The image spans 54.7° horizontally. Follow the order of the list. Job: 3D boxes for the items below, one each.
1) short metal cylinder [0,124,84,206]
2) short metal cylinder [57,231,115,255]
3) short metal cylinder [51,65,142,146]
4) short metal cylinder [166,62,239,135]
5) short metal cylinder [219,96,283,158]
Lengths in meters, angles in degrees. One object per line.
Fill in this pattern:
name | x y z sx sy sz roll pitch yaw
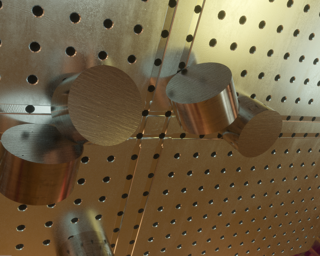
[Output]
short metal cylinder | -0.127 0.036 0.329 0.081 0.080 0.050 5 116 -31
short metal cylinder | -0.108 0.202 0.462 0.081 0.050 0.079 -14 125 -21
short metal cylinder | -0.066 -0.022 0.325 0.081 0.050 0.080 1 87 -36
short metal cylinder | 0.053 -0.037 0.383 0.080 0.080 0.050 -31 129 -8
short metal cylinder | 0.136 -0.002 0.471 0.081 0.050 0.079 -14 124 -21
